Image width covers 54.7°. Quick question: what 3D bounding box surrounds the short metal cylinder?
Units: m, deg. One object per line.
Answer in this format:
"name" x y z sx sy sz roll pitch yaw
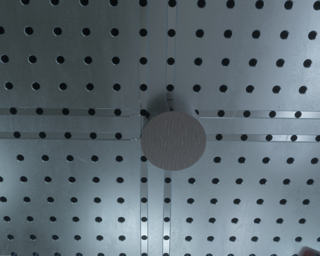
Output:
"short metal cylinder" 0.017 0.009 0.403 0.081 0.050 0.079 0 110 0
